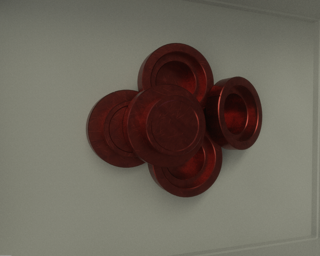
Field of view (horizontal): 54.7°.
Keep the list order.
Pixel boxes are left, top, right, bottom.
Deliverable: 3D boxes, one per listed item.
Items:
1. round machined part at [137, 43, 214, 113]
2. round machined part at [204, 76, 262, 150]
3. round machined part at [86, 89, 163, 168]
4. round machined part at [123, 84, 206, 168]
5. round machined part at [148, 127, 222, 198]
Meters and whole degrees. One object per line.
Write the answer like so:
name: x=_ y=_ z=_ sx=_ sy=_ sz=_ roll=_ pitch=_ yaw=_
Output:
round machined part: x=0.017 y=-0.058 z=0.407 sx=0.099 sy=0.042 sz=0.097 roll=0 pitch=90 yaw=-21
round machined part: x=0.095 y=-0.019 z=0.425 sx=0.099 sy=0.042 sz=0.097 roll=3 pitch=86 yaw=-41
round machined part: x=-0.039 y=0.001 z=0.384 sx=0.099 sy=0.042 sz=0.097 roll=0 pitch=90 yaw=-21
round machined part: x=0.010 y=-0.003 z=0.358 sx=0.099 sy=0.042 sz=0.097 roll=0 pitch=90 yaw=-21
round machined part: x=0.030 y=0.039 z=0.412 sx=0.099 sy=0.042 sz=0.097 roll=0 pitch=90 yaw=-21
